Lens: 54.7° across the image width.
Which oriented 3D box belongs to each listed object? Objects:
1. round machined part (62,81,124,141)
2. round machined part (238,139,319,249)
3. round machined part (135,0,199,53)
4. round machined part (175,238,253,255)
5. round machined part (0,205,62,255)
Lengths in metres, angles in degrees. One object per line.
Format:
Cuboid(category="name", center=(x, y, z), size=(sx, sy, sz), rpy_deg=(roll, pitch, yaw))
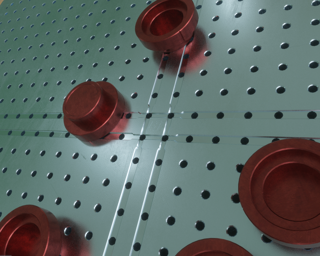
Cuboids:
Cuboid(category="round machined part", center=(-0.108, -0.032, 0.471), size=(0.098, 0.042, 0.098), rpy_deg=(-13, 56, 20))
Cuboid(category="round machined part", center=(0.128, 0.062, 0.292), size=(0.098, 0.042, 0.098), rpy_deg=(-13, 56, 20))
Cuboid(category="round machined part", center=(0.014, -0.158, 0.486), size=(0.098, 0.042, 0.098), rpy_deg=(-13, 56, 20))
Cuboid(category="round machined part", center=(0.053, 0.153, 0.275), size=(0.098, 0.042, 0.098), rpy_deg=(-13, 56, 20))
Cuboid(category="round machined part", center=(-0.165, 0.150, 0.389), size=(0.098, 0.042, 0.098), rpy_deg=(-13, 56, 20))
